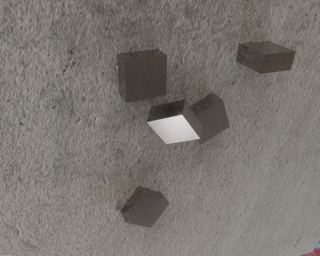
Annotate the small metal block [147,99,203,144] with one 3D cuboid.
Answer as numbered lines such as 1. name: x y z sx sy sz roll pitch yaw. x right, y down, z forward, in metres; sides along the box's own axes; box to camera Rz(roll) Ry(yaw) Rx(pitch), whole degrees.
1. small metal block: 0.020 -0.007 0.396 0.050 0.025 0.050 -11 138 31

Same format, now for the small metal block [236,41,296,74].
1. small metal block: 0.138 -0.094 0.408 0.050 0.050 0.025 -11 123 -23

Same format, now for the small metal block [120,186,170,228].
1. small metal block: -0.023 0.120 0.469 0.050 0.025 0.050 27 103 -38

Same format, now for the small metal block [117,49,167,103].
1. small metal block: -0.020 -0.061 0.358 0.050 0.025 0.050 -13 124 -22

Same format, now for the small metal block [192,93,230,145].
1. small metal block: 0.066 -0.013 0.435 0.050 0.025 0.050 -31 129 -9
